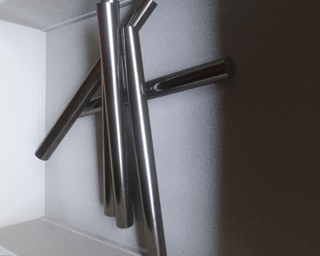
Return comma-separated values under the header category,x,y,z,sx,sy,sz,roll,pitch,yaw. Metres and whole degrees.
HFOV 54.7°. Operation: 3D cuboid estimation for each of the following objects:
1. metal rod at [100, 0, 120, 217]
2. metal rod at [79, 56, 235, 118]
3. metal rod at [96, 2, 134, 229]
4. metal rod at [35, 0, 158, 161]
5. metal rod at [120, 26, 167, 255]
category,x,y,z,sx,sy,sz,roll,pitch,yaw
metal rod,-0.068,-0.018,0.431,0.025,0.025,0.298,12,106,39
metal rod,-0.038,-0.047,0.435,0.300,0.025,0.025,-10,84,39
metal rod,-0.057,-0.005,0.409,0.025,0.025,0.298,10,109,39
metal rod,-0.103,-0.065,0.462,0.299,0.025,0.025,-50,60,18
metal rod,-0.022,0.023,0.400,0.025,0.025,0.298,-5,94,39
